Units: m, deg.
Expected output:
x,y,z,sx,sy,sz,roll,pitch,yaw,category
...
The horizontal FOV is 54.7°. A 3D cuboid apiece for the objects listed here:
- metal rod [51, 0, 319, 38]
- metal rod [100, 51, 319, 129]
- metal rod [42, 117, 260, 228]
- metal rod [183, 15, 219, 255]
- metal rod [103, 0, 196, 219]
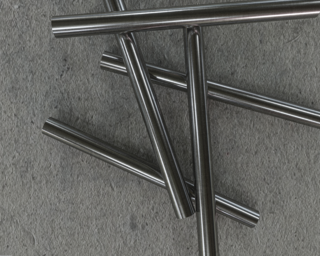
x,y,z,sx,sy,sz,roll,pitch,yaw,category
0.030,-0.128,0.358,0.302,0.025,0.025,-5,90,0,metal rod
0.071,-0.050,0.410,0.302,0.025,0.025,15,90,0,metal rod
-0.012,0.059,0.409,0.301,0.025,0.025,24,90,0,metal rod
0.050,0.008,0.384,0.025,0.025,0.298,-4,90,0,metal rod
-0.016,-0.034,0.383,0.025,0.025,0.299,-19,90,0,metal rod
